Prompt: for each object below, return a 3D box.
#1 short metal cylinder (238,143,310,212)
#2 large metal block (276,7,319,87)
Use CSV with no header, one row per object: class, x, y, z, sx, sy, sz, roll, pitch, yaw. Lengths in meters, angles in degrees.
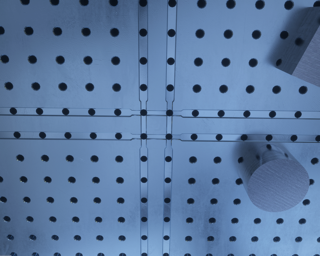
short metal cylinder,0.154,0.067,0.426,0.081,0.050,0.079,0,110,0
large metal block,0.202,-0.089,0.369,0.080,0.050,0.079,21,109,-8
